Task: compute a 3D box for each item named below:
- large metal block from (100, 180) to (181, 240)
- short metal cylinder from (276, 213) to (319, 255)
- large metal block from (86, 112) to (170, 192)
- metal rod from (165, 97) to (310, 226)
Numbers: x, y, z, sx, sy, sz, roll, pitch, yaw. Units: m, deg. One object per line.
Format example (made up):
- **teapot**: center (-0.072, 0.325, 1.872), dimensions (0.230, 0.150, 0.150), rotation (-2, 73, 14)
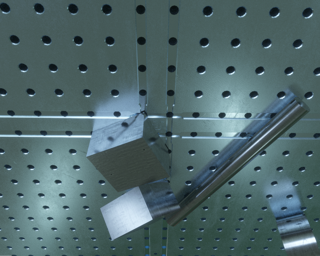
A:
- **large metal block**: center (-0.029, 0.124, 0.475), dimensions (0.080, 0.050, 0.080), rotation (-34, 160, 25)
- **short metal cylinder**: center (0.243, 0.196, 0.545), dimensions (0.050, 0.080, 0.080), rotation (-20, 127, 16)
- **large metal block**: center (-0.040, 0.035, 0.425), dimensions (0.080, 0.050, 0.080), rotation (-20, 128, 16)
- **metal rod**: center (0.099, 0.067, 0.468), dimensions (0.025, 0.025, 0.298), rotation (25, 126, -20)
